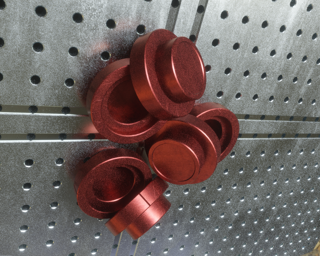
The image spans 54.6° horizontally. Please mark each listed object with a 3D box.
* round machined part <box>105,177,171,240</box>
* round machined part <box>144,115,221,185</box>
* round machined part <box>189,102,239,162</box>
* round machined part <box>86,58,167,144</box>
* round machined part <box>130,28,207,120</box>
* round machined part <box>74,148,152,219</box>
[{"bbox_3d":[-0.023,0.111,0.418,0.098,0.098,0.042,-42,85,-4],"label":"round machined part"},{"bbox_3d":[0.024,0.033,0.394,0.042,0.098,0.097,-51,148,-52],"label":"round machined part"},{"bbox_3d":[0.058,0.007,0.435,0.099,0.042,0.097,-14,124,-21],"label":"round machined part"},{"bbox_3d":[-0.036,-0.034,0.358,0.099,0.042,0.097,-14,124,-21],"label":"round machined part"},{"bbox_3d":[0.016,-0.060,0.335,0.098,0.042,0.098,18,67,-51],"label":"round machined part"},{"bbox_3d":[-0.063,0.067,0.406,0.099,0.042,0.097,-14,124,-21],"label":"round machined part"}]
